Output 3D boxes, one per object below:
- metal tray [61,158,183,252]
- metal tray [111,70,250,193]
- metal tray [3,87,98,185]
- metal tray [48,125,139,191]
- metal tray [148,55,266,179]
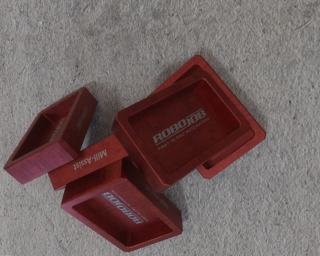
[{"bbox_3d":[-0.041,0.100,0.377,0.090,0.130,0.030,-26,37,18],"label":"metal tray"},{"bbox_3d":[0.025,-0.001,0.341,0.131,0.030,0.090,-30,77,-28],"label":"metal tray"},{"bbox_3d":[-0.137,0.005,0.407,0.090,0.130,0.030,-25,120,18],"label":"metal tray"},{"bbox_3d":[-0.065,0.037,0.397,0.130,0.090,0.030,-26,82,18],"label":"metal tray"},{"bbox_3d":[0.056,-0.014,0.387,0.090,0.030,0.130,-40,78,15],"label":"metal tray"}]
